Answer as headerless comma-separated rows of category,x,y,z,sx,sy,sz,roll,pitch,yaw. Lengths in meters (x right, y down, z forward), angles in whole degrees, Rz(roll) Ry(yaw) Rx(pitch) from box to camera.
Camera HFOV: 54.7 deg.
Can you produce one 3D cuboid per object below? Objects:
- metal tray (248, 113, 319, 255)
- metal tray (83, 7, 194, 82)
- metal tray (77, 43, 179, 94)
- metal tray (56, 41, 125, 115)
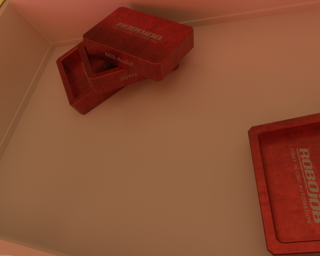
metal tray,0.141,0.052,0.296,0.090,0.030,0.130,-13,56,20
metal tray,-0.030,-0.122,0.434,0.130,0.030,0.090,25,58,24
metal tray,-0.048,-0.107,0.463,0.131,0.030,0.090,-19,51,-10
metal tray,-0.119,-0.094,0.520,0.090,0.030,0.130,-34,52,5
